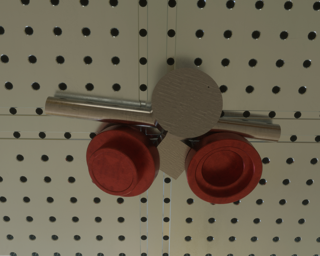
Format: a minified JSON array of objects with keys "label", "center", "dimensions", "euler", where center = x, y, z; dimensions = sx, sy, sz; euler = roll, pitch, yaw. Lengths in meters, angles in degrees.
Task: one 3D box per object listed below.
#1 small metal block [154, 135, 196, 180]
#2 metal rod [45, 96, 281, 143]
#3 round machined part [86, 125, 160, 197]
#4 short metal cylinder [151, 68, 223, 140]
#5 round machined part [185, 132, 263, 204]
[{"label":"small metal block","center":[0.016,0.034,0.422],"dimensions":[0.050,0.025,0.050],"euler":[35,106,-12]},{"label":"metal rod","center":[0.006,-0.011,0.406],"dimensions":[0.302,0.025,0.025],"euler":[7,110,-3]},{"label":"round machined part","center":[-0.053,0.048,0.404],"dimensions":[0.098,0.042,0.097],"euler":[6,112,16]},{"label":"short metal cylinder","center":[0.029,-0.026,0.371],"dimensions":[0.081,0.050,0.080],"euler":[0,85,-4]},{"label":"round machined part","center":[0.083,0.050,0.417],"dimensions":[0.099,0.042,0.097],"euler":[-1,113,-3]}]
